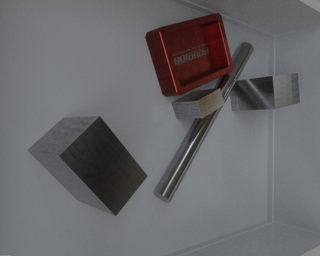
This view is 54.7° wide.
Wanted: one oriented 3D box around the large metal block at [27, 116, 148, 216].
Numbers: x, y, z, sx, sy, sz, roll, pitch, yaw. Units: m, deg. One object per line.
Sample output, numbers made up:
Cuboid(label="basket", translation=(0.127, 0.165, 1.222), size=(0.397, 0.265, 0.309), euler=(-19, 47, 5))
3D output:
Cuboid(label="large metal block", translation=(-0.073, 0.035, 0.311), size=(0.050, 0.080, 0.080), euler=(-50, 120, -28))

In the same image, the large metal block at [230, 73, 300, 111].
Cuboid(label="large metal block", translation=(0.176, -0.060, 0.521), size=(0.081, 0.080, 0.050), euler=(-13, 98, -40))

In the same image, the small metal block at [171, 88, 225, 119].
Cuboid(label="small metal block", translation=(0.054, -0.034, 0.438), size=(0.050, 0.050, 0.025), euler=(-30, 109, -36))

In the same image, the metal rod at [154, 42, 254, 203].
Cuboid(label="metal rod", translation=(0.076, -0.023, 0.472), size=(0.025, 0.025, 0.300), euler=(48, 62, -30))

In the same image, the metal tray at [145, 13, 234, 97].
Cuboid(label="metal tray", translation=(0.048, -0.107, 0.445), size=(0.131, 0.030, 0.089), euler=(-28, 108, -37))
